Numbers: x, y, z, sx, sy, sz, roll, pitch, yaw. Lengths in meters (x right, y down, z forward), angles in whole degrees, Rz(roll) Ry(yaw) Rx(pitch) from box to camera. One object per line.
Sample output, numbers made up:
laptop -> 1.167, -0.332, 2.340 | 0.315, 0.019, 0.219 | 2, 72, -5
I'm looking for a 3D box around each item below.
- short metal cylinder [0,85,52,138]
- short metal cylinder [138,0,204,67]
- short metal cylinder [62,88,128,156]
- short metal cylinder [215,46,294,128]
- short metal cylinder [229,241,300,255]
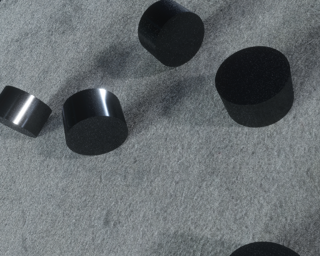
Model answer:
short metal cylinder -> -0.224, -0.025, 0.499 | 0.080, 0.080, 0.050 | 12, 68, 33
short metal cylinder -> 0.016, -0.135, 0.442 | 0.080, 0.080, 0.050 | -41, 51, 0
short metal cylinder -> -0.088, -0.007, 0.417 | 0.080, 0.080, 0.050 | -29, 52, 10
short metal cylinder -> 0.110, -0.047, 0.359 | 0.080, 0.050, 0.080 | -13, 56, 20
short metal cylinder -> 0.092, 0.139, 0.254 | 0.080, 0.050, 0.080 | -13, 56, 20
